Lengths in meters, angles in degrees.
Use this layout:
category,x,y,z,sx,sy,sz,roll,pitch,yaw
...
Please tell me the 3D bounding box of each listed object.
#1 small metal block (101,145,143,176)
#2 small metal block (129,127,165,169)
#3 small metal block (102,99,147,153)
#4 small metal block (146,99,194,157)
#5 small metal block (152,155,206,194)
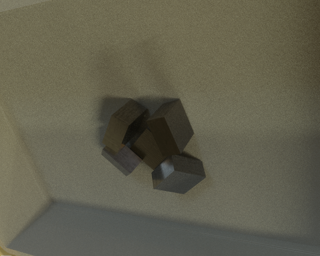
category,x,y,z,sx,sy,sz,roll,pitch,yaw
small metal block,-0.056,0.042,0.445,0.050,0.025,0.050,41,162,-1
small metal block,-0.006,0.025,0.423,0.050,0.025,0.050,41,129,0
small metal block,-0.047,-0.003,0.411,0.025,0.050,0.050,32,128,7
small metal block,0.014,-0.001,0.381,0.025,0.050,0.050,-12,112,32
small metal block,0.024,0.063,0.415,0.050,0.025,0.050,16,135,-29
